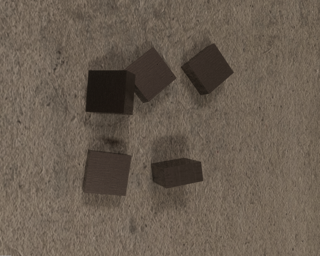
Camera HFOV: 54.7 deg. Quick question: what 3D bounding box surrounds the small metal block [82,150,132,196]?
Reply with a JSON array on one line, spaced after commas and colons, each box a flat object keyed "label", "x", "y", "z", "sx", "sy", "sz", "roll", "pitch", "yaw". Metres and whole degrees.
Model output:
[{"label": "small metal block", "x": -0.066, "y": 0.055, "z": 0.385, "sx": 0.050, "sy": 0.025, "sz": 0.050, "roll": 9, "pitch": 87, "yaw": -20}]

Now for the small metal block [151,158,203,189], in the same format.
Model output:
[{"label": "small metal block", "x": 0.021, "y": 0.058, "z": 0.405, "sx": 0.050, "sy": 0.050, "sz": 0.025, "roll": -7, "pitch": 93, "yaw": -20}]

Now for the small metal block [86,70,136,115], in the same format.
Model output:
[{"label": "small metal block", "x": -0.059, "y": -0.042, "z": 0.374, "sx": 0.050, "sy": 0.025, "sz": 0.050, "roll": 3, "pitch": 89, "yaw": 19}]

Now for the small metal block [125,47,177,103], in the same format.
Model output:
[{"label": "small metal block", "x": -0.016, "y": -0.068, "z": 0.404, "sx": 0.050, "sy": 0.025, "sz": 0.050, "roll": -42, "pitch": 104, "yaw": -15}]

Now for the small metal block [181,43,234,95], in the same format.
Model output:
[{"label": "small metal block", "x": 0.067, "y": -0.082, "z": 0.435, "sx": 0.050, "sy": 0.025, "sz": 0.050, "roll": -41, "pitch": 103, "yaw": -16}]
